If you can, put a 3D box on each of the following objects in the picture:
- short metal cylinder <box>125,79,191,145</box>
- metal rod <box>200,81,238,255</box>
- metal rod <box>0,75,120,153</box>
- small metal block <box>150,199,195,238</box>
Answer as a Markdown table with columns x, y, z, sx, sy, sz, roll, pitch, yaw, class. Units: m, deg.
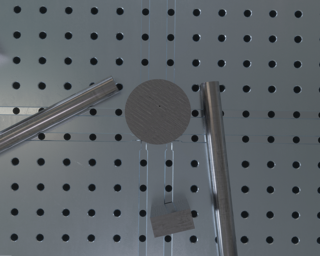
| x | y | z | sx | sy | sz | roll | pitch | yaw | class |
| --- | --- | --- | --- | --- | --- | --- | --- | --- | --- |
| -0.002 | -0.020 | 0.401 | 0.081 | 0.050 | 0.079 | 0 | 90 | 0 | short metal cylinder |
| 0.082 | 0.088 | 0.413 | 0.025 | 0.025 | 0.298 | -6 | 90 | 0 | metal rod |
| -0.193 | 0.009 | 0.411 | 0.301 | 0.025 | 0.025 | -27 | 90 | 0 | metal rod |
| 0.015 | 0.116 | 0.401 | 0.050 | 0.050 | 0.025 | -13 | 90 | 0 | small metal block |
